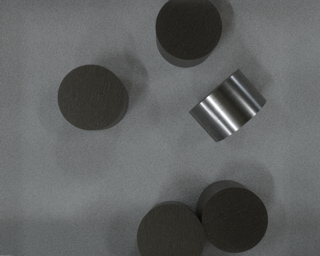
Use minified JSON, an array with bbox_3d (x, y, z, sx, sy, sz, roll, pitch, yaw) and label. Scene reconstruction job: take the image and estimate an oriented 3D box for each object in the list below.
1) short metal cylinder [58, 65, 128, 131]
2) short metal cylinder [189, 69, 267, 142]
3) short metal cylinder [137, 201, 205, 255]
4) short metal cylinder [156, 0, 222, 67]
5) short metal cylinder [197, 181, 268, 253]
[{"bbox_3d":[-0.083,-0.037,0.398,0.081,0.050,0.080,0,90,0],"label":"short metal cylinder"},{"bbox_3d":[0.083,-0.027,0.384,0.080,0.080,0.050,-41,90,0],"label":"short metal cylinder"},{"bbox_3d":[0.014,0.135,0.392,0.080,0.050,0.080,0,80,3],"label":"short metal cylinder"},{"bbox_3d":[0.035,-0.122,0.399,0.081,0.050,0.080,0,90,0],"label":"short metal cylinder"},{"bbox_3d":[0.091,0.111,0.399,0.081,0.050,0.080,0,90,0],"label":"short metal cylinder"}]
